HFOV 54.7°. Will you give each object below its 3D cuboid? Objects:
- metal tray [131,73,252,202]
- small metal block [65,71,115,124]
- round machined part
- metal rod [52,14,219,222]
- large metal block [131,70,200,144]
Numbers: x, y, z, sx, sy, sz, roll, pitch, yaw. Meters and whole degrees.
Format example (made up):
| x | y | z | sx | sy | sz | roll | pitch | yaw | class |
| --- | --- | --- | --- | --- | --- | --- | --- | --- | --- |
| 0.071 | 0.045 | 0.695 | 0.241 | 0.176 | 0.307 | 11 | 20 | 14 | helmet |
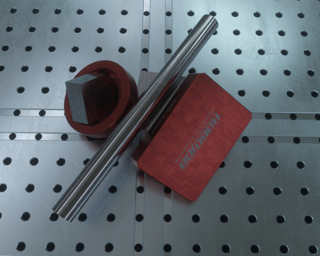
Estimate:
| x | y | z | sx | sy | sz | roll | pitch | yaw | class |
| --- | --- | --- | --- | --- | --- | --- | --- | --- | --- |
| 0.039 | 0.011 | 0.370 | 0.090 | 0.030 | 0.130 | 36 | 86 | -21 | metal tray |
| -0.084 | -0.039 | 0.382 | 0.025 | 0.050 | 0.050 | 12 | 30 | 31 | small metal block |
| -0.071 | -0.034 | 0.400 | 0.098 | 0.042 | 0.098 | -7 | 71 | 23 | round machined part |
| -0.018 | -0.025 | 0.367 | 0.025 | 0.025 | 0.300 | 33 | 73 | 11 | metal rod |
| 0.008 | -0.023 | 0.406 | 0.080 | 0.050 | 0.080 | 9 | 70 | 3 | large metal block |
